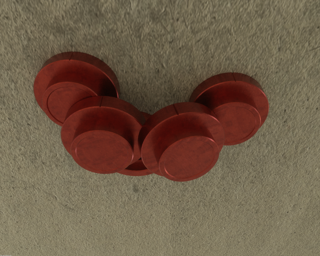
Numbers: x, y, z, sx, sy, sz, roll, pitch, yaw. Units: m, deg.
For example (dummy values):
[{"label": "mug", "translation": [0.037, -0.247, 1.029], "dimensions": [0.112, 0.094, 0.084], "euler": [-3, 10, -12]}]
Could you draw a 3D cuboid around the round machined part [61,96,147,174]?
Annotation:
[{"label": "round machined part", "translation": [-0.063, 0.015, 0.354], "dimensions": [0.099, 0.042, 0.097], "euler": [-1, 130, 0]}]

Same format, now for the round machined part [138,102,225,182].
[{"label": "round machined part", "translation": [0.027, 0.022, 0.348], "dimensions": [0.099, 0.042, 0.097], "euler": [-9, 130, -10]}]

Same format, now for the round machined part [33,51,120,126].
[{"label": "round machined part", "translation": [-0.098, -0.036, 0.364], "dimensions": [0.099, 0.042, 0.097], "euler": [-1, 130, 0]}]

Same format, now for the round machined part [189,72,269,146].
[{"label": "round machined part", "translation": [0.086, -0.016, 0.384], "dimensions": [0.099, 0.042, 0.097], "euler": [-1, 130, 0]}]

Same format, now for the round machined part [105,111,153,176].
[{"label": "round machined part", "translation": [-0.032, 0.016, 0.411], "dimensions": [0.099, 0.042, 0.097], "euler": [-1, 130, 0]}]
